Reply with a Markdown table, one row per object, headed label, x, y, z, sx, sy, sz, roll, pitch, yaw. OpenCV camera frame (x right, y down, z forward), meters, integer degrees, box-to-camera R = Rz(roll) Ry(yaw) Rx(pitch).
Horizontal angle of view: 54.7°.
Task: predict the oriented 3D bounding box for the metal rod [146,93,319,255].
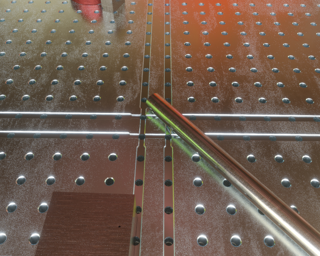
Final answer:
| label | x | y | z | sx | sy | sz | roll | pitch | yaw |
| --- | --- | --- | --- | --- | --- | --- | --- | --- | --- |
| metal rod | 0.085 | 0.050 | 0.366 | 0.025 | 0.025 | 0.300 | -32 | 57 | -24 |

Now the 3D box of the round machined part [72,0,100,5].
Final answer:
| label | x | y | z | sx | sy | sz | roll | pitch | yaw |
| --- | --- | --- | --- | --- | --- | --- | --- | --- | --- |
| round machined part | -0.145 | -0.302 | 0.649 | 0.099 | 0.042 | 0.098 | 0 | 50 | 0 |

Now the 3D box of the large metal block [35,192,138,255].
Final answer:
| label | x | y | z | sx | sy | sz | roll | pitch | yaw |
| --- | --- | --- | --- | --- | --- | --- | --- | --- | --- |
| large metal block | -0.067 | 0.110 | 0.298 | 0.081 | 0.050 | 0.080 | 2 | 50 | 1 |

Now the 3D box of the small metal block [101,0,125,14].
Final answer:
| label | x | y | z | sx | sy | sz | roll | pitch | yaw |
| --- | --- | --- | --- | --- | --- | --- | --- | --- | --- |
| small metal block | -0.094 | -0.264 | 0.612 | 0.025 | 0.050 | 0.050 | 18 | 52 | 14 |
